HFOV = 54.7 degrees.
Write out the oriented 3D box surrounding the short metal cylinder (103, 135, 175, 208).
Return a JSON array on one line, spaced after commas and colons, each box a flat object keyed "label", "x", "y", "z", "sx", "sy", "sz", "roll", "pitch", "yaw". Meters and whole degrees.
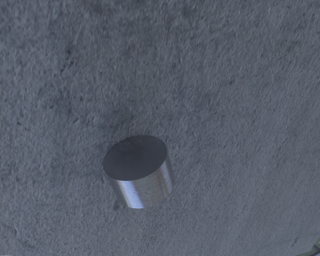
[{"label": "short metal cylinder", "x": -0.025, "y": 0.054, "z": 0.392, "sx": 0.081, "sy": 0.080, "sz": 0.050, "roll": -25, "pitch": 128, "yaw": -14}]
